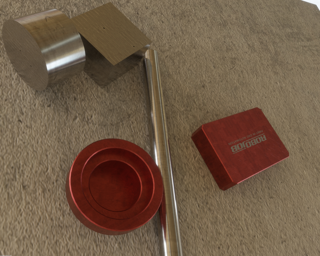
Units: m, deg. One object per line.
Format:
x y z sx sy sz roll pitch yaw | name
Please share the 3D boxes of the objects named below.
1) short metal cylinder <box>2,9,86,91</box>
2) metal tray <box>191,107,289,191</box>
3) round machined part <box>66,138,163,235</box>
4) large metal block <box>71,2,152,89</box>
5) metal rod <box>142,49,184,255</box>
-0.132 -0.089 0.353 0.080 0.080 0.050 49 51 5 | short metal cylinder
0.119 0.026 0.452 0.131 0.030 0.090 -17 71 -35 | metal tray
-0.050 0.064 0.328 0.099 0.042 0.098 14 56 -21 | round machined part
-0.073 -0.113 0.419 0.080 0.050 0.080 44 51 2 | large metal block
0.000 0.022 0.391 0.025 0.025 0.299 8 58 -25 | metal rod
